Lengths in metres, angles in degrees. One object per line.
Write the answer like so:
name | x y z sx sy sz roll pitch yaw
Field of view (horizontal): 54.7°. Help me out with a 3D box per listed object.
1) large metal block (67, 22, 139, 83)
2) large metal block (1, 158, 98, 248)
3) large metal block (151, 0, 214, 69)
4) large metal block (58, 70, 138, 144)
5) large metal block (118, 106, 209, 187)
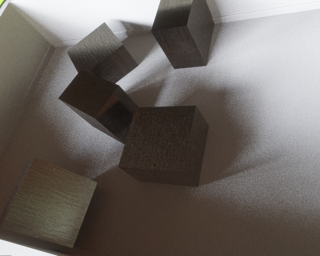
large metal block | -0.095 -0.114 0.507 0.080 0.050 0.080 -37 51 3
large metal block | -0.135 0.091 0.374 0.050 0.080 0.080 -21 47 56
large metal block | 0.036 -0.142 0.438 0.050 0.080 0.080 0 62 28
large metal block | -0.076 -0.027 0.425 0.080 0.080 0.050 25 76 36
large metal block | 0.007 0.021 0.372 0.080 0.050 0.080 0 62 28
